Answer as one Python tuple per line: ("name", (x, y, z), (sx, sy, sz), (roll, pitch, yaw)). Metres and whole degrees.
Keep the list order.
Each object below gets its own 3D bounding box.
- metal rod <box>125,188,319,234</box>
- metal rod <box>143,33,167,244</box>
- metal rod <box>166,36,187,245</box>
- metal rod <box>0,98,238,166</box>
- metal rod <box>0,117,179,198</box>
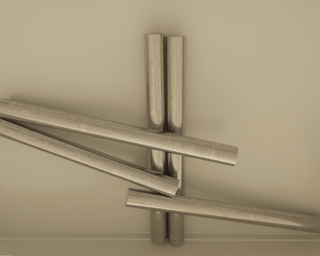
("metal rod", (0.102, 0.119, 0.437), (0.302, 0.025, 0.025), (11, 110, -11))
("metal rod", (-0.004, 0.028, 0.418), (0.025, 0.025, 0.298), (-1, 110, 0))
("metal rod", (0.022, 0.030, 0.420), (0.025, 0.025, 0.298), (-1, 110, 0))
("metal rod", (-0.054, 0.005, 0.390), (0.302, 0.025, 0.025), (12, 110, 3))
("metal rod", (-0.120, 0.029, 0.405), (0.302, 0.025, 0.025), (20, 109, -2))
